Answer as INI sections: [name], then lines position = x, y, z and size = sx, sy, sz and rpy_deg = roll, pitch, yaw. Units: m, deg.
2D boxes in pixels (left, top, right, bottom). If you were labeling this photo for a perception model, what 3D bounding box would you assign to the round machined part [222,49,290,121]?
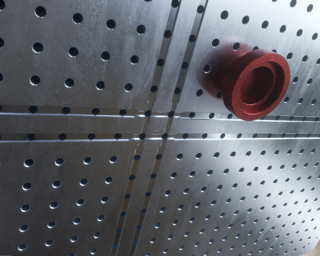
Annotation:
[round machined part]
position = 0.127, -0.062, 0.431
size = 0.099, 0.042, 0.097
rpy_deg = -14, 124, -21
